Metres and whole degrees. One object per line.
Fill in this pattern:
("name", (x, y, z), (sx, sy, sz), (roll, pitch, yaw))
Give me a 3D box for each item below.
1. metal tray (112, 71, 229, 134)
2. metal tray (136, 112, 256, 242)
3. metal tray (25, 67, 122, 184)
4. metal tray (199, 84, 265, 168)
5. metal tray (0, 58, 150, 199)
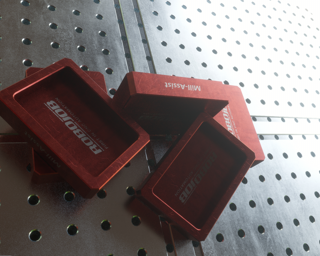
("metal tray", (0.008, -0.026, 0.387), (0.131, 0.090, 0.030), (1, 61, -28))
("metal tray", (0.046, 0.056, 0.373), (0.090, 0.030, 0.130), (40, 68, -2))
("metal tray", (-0.102, -0.006, 0.355), (0.091, 0.030, 0.130), (-1, 63, -29))
("metal tray", (0.094, -0.006, 0.460), (0.091, 0.030, 0.130), (3, 61, -27))
("metal tray", (-0.086, -0.004, 0.321), (0.130, 0.030, 0.090), (44, 50, 2))
